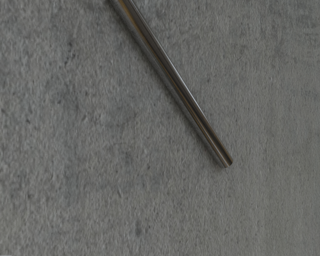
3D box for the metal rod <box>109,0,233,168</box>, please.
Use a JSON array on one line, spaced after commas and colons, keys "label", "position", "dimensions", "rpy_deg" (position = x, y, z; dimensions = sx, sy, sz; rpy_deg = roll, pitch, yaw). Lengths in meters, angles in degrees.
[{"label": "metal rod", "position": [0.026, -0.053, 0.428], "dimensions": [0.025, 0.025, 0.300], "rpy_deg": [-51, 120, -28]}]
